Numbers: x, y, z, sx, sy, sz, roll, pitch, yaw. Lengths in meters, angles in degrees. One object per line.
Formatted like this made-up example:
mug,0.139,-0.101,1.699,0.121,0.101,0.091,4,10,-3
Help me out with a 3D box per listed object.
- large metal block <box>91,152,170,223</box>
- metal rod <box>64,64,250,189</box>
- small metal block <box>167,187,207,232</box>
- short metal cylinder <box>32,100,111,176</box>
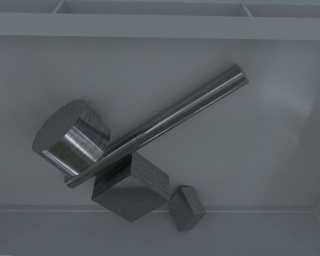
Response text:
large metal block,-0.043,0.090,0.468,0.080,0.050,0.080,-35,123,25
metal rod,-0.020,0.009,0.416,0.300,0.025,0.025,-32,124,24
small metal block,0.042,0.131,0.500,0.025,0.050,0.050,4,133,-35
short metal cylinder,-0.108,0.012,0.382,0.080,0.080,0.050,-27,125,21
